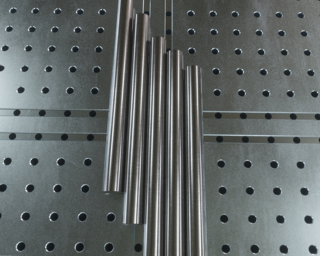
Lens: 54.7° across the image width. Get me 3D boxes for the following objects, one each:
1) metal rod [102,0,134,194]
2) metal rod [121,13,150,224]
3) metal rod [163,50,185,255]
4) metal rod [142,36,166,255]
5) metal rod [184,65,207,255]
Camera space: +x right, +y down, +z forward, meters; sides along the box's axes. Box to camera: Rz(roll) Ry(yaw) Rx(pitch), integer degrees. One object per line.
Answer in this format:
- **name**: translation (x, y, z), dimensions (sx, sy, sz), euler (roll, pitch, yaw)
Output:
- **metal rod**: translation (-0.056, -0.061, 0.433), dimensions (0.025, 0.025, 0.299), euler (1, 70, 0)
- **metal rod**: translation (-0.030, -0.026, 0.420), dimensions (0.025, 0.025, 0.299), euler (1, 70, 0)
- **metal rod**: translation (0.019, 0.033, 0.399), dimensions (0.025, 0.025, 0.299), euler (1, 70, 0)
- **metal rod**: translation (-0.006, 0.012, 0.406), dimensions (0.025, 0.025, 0.299), euler (1, 70, 0)
- **metal rod**: translation (0.044, 0.057, 0.390), dimensions (0.025, 0.025, 0.299), euler (1, 70, 0)
